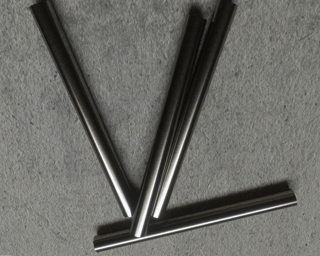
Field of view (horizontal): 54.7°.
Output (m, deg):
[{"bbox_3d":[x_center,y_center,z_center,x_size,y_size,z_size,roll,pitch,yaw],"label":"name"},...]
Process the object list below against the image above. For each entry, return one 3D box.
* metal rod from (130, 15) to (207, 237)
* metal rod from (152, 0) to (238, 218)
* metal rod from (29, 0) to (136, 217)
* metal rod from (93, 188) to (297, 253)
[{"bbox_3d":[0.006,0.009,0.402,0.025,0.025,0.298,14,106,-5],"label":"metal rod"},{"bbox_3d":[0.036,-0.010,0.406,0.025,0.025,0.298,15,109,-6],"label":"metal rod"},{"bbox_3d":[-0.090,-0.010,0.405,0.025,0.025,0.298,-18,109,6],"label":"metal rod"},{"bbox_3d":[0.048,0.139,0.461,0.301,0.025,0.025,-15,110,5],"label":"metal rod"}]
